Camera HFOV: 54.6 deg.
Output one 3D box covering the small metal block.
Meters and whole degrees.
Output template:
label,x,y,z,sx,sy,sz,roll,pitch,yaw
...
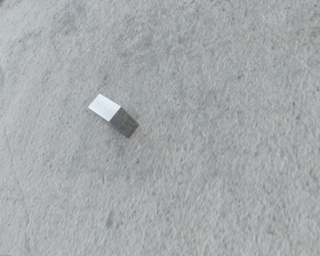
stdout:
label,x,y,z,sx,sy,sz,roll,pitch,yaw
small metal block,-0.064,-0.016,0.433,0.050,0.050,0.025,31,79,38
